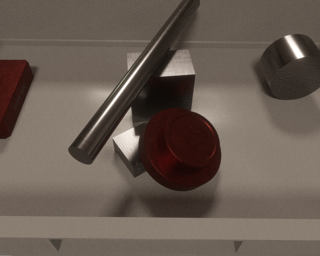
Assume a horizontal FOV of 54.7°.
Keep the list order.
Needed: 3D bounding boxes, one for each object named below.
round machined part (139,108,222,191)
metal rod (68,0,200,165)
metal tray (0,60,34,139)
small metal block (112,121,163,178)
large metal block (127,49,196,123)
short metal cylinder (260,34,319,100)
[{"bbox_3d":[0.029,0.019,0.354,0.099,0.042,0.098,11,60,-20],"label":"round machined part"},{"bbox_3d":[-0.012,-0.080,0.368,0.025,0.025,0.301,19,52,14],"label":"metal rod"},{"bbox_3d":[-0.243,-0.044,0.436,0.091,0.030,0.130,0,50,-1],"label":"metal tray"},{"bbox_3d":[-0.023,0.025,0.383,0.050,0.025,0.050,-27,55,-21],"label":"small metal block"},{"bbox_3d":[0.000,-0.055,0.416,0.081,0.080,0.050,-5,50,-4],"label":"large metal block"},{"bbox_3d":[0.191,-0.086,0.444,0.081,0.080,0.050,-4,50,-4],"label":"short metal cylinder"}]
